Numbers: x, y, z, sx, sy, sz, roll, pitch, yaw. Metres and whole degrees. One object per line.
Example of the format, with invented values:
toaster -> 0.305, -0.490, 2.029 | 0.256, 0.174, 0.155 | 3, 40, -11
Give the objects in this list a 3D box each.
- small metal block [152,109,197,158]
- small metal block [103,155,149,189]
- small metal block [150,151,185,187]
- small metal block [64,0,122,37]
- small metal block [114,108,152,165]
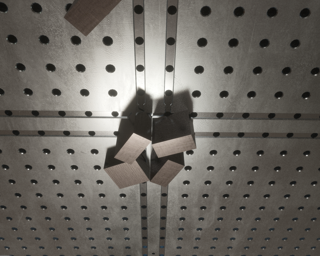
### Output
small metal block -> 0.018, 0.007, 0.401 | 0.050, 0.050, 0.025 | -15, 129, 12
small metal block -> -0.048, 0.061, 0.463 | 0.050, 0.025, 0.050 | -18, 128, 14
small metal block -> 0.009, 0.046, 0.435 | 0.025, 0.050, 0.050 | 23, 126, -19
small metal block -> -0.059, -0.121, 0.291 | 0.050, 0.050, 0.025 | -35, 122, 26
small metal block -> -0.034, 0.011, 0.404 | 0.025, 0.050, 0.050 | 26, 125, -21
